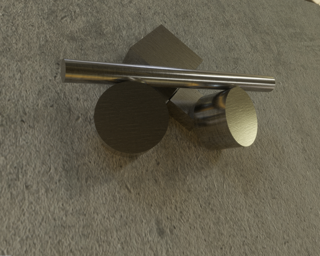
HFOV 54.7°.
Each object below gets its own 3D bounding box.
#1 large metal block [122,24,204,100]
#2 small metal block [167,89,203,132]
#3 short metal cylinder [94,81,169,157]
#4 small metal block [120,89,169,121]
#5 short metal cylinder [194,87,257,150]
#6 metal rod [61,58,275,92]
[{"bbox_3d":[0.002,-0.089,0.442,0.080,0.050,0.080,41,51,-1],"label":"large metal block"},{"bbox_3d":[0.040,-0.031,0.445,0.050,0.025,0.050,40,51,-1],"label":"small metal block"},{"bbox_3d":[-0.034,-0.008,0.357,0.081,0.050,0.080,2,79,-10],"label":"short metal cylinder"},{"bbox_3d":[-0.025,-0.033,0.412,0.050,0.025,0.050,40,50,-1],"label":"small metal block"},{"bbox_3d":[0.091,-0.011,0.427,0.081,0.050,0.080,13,72,-44],"label":"short metal cylinder"},{"bbox_3d":[0.032,-0.063,0.394,0.303,0.025,0.025,-1,63,-29],"label":"metal rod"}]
